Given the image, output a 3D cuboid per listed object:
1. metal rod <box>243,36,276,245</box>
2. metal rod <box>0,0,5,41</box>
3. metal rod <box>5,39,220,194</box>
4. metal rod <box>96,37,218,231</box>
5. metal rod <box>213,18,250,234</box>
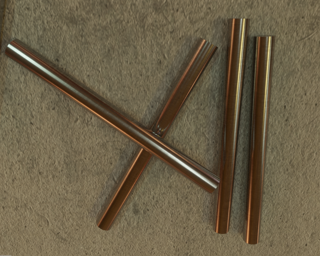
[{"bbox_3d":[0.132,0.030,0.421,0.025,0.025,0.298,-3,110,1],"label":"metal rod"},{"bbox_3d":[-0.202,-0.112,0.366,0.025,0.025,0.298,16,109,-6],"label":"metal rod"},{"bbox_3d":[-0.054,-0.012,0.384,0.301,0.025,0.025,35,107,-4],"label":"metal rod"},{"bbox_3d":[-0.012,0.020,0.416,0.025,0.025,0.298,27,108,-10],"label":"metal rod"},{"bbox_3d":[0.092,0.011,0.414,0.025,0.025,0.298,0,110,0],"label":"metal rod"}]
